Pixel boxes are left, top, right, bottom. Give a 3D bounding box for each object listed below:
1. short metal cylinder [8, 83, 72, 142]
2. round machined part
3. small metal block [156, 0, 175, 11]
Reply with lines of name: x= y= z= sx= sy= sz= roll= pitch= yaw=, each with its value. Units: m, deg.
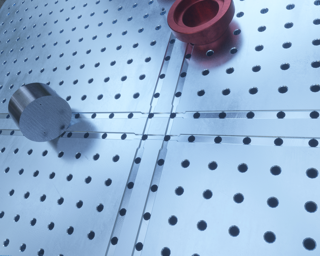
short metal cylinder: x=-0.188 y=-0.025 z=0.487 sx=0.080 sy=0.080 sz=0.050 roll=-48 pitch=51 yaw=-6
round machined part: x=0.064 y=-0.165 z=0.465 sx=0.098 sy=0.042 sz=0.098 roll=-13 pitch=56 yaw=21
small metal block: x=0.013 y=-0.239 z=0.533 sx=0.050 sy=0.050 sz=0.025 roll=-28 pitch=52 yaw=10
